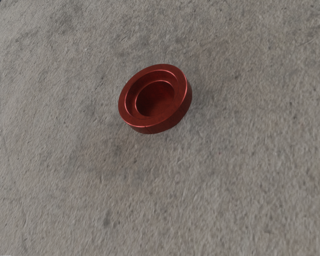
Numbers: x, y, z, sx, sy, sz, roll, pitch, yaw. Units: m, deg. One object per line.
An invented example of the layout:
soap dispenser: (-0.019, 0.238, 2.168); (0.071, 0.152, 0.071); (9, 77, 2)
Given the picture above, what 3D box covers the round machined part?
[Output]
round machined part: (-0.003, -0.034, 0.414); (0.098, 0.042, 0.098); (-13, 56, 20)
